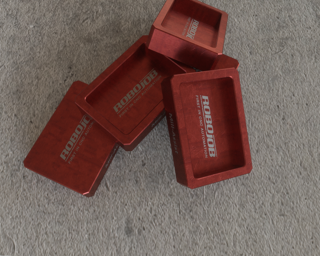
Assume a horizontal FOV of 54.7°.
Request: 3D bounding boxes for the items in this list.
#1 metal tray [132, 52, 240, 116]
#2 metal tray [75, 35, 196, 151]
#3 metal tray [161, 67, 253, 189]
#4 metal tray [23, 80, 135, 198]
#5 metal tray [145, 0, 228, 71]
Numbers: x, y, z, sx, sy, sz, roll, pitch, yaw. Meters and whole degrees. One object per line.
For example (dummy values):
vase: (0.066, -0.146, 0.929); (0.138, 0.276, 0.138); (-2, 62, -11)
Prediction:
metal tray: (0.033, -0.077, 0.435); (0.130, 0.030, 0.090); (26, 72, 8)
metal tray: (-0.028, -0.046, 0.391); (0.090, 0.030, 0.130); (40, 74, 13)
metal tray: (0.057, -0.002, 0.372); (0.091, 0.030, 0.129); (-11, 94, -21)
metal tray: (-0.099, 0.012, 0.400); (0.090, 0.030, 0.130); (23, 71, 8)
metal tray: (0.041, -0.135, 0.420); (0.090, 0.030, 0.130); (22, 44, -3)
